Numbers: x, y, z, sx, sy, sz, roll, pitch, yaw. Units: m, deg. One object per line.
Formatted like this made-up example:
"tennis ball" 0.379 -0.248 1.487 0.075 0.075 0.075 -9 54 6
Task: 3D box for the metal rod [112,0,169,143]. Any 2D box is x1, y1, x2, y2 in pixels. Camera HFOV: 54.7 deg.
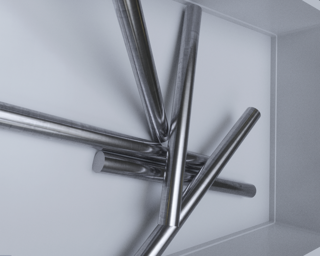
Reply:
"metal rod" -0.024 -0.091 0.305 0.025 0.025 0.299 -48 144 -29

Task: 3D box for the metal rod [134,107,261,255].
"metal rod" 0.058 0.072 0.421 0.301 0.025 0.025 -47 118 -29

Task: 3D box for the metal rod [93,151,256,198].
"metal rod" 0.043 0.074 0.442 0.302 0.025 0.025 17 79 -39

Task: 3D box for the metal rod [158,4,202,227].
"metal rod" 0.029 -0.028 0.403 0.025 0.025 0.299 22 68 -38

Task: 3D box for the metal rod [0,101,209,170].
"metal rod" -0.041 0.020 0.372 0.302 0.025 0.025 17 79 -39
